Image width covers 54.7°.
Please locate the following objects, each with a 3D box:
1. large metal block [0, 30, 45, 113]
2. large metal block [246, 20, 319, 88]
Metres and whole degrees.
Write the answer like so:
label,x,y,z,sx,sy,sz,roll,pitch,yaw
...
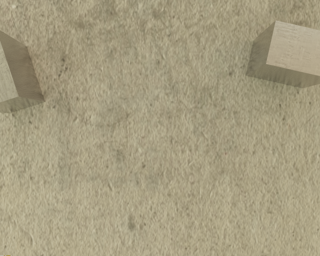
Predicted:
label,x,y,z,sx,sy,sz,roll,pitch,yaw
large metal block,-0.192,-0.065,0.380,0.050,0.080,0.080,-18,90,0
large metal block,0.162,-0.087,0.385,0.080,0.080,0.050,13,90,-1
